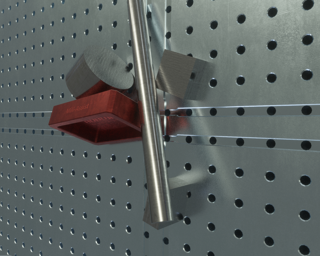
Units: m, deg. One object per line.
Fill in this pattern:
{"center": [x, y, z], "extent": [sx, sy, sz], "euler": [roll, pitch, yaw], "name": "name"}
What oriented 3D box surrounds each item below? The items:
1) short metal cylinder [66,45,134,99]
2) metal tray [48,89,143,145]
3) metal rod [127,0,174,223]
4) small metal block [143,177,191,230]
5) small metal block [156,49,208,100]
{"center": [-0.085, -0.071, 0.442], "extent": [0.050, 0.081, 0.080], "euler": [-42, 65, 32], "name": "short metal cylinder"}
{"center": [-0.077, -0.009, 0.425], "extent": [0.130, 0.090, 0.030], "euler": [-9, 64, 39], "name": "metal tray"}
{"center": [-0.016, -0.038, 0.383], "extent": [0.025, 0.025, 0.299], "euler": [-24, 64, 37], "name": "metal rod"}
{"center": [0.009, 0.092, 0.384], "extent": [0.025, 0.050, 0.050], "euler": [19, 102, 38], "name": "small metal block"}
{"center": [0.025, -0.067, 0.387], "extent": [0.050, 0.025, 0.050], "euler": [27, 107, 36], "name": "small metal block"}
